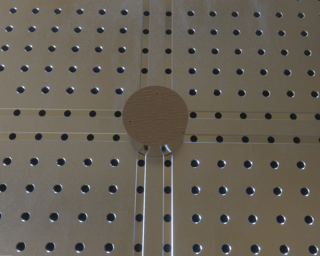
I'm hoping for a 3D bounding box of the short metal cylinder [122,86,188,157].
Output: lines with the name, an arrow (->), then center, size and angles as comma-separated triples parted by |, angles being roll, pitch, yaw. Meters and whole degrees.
short metal cylinder -> -0.006, -0.008, 0.401 | 0.081, 0.050, 0.080 | 0, 70, 0
